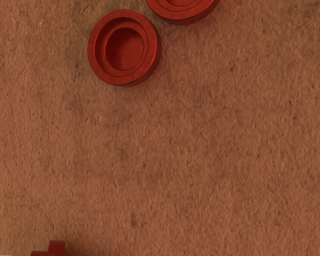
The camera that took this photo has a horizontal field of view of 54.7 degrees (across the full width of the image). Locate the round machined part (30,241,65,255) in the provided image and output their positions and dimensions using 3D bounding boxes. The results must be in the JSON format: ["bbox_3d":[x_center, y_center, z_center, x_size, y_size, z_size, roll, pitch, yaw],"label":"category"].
[{"bbox_3d":[-0.160,0.205,0.422,0.042,0.098,0.097,10,94,-16],"label":"round machined part"}]

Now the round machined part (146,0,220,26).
[{"bbox_3d":[0.032,-0.177,0.388,0.098,0.042,0.097,0,90,19],"label":"round machined part"}]

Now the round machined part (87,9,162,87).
[{"bbox_3d":[-0.043,-0.103,0.414,0.098,0.042,0.097,0,90,19],"label":"round machined part"}]
